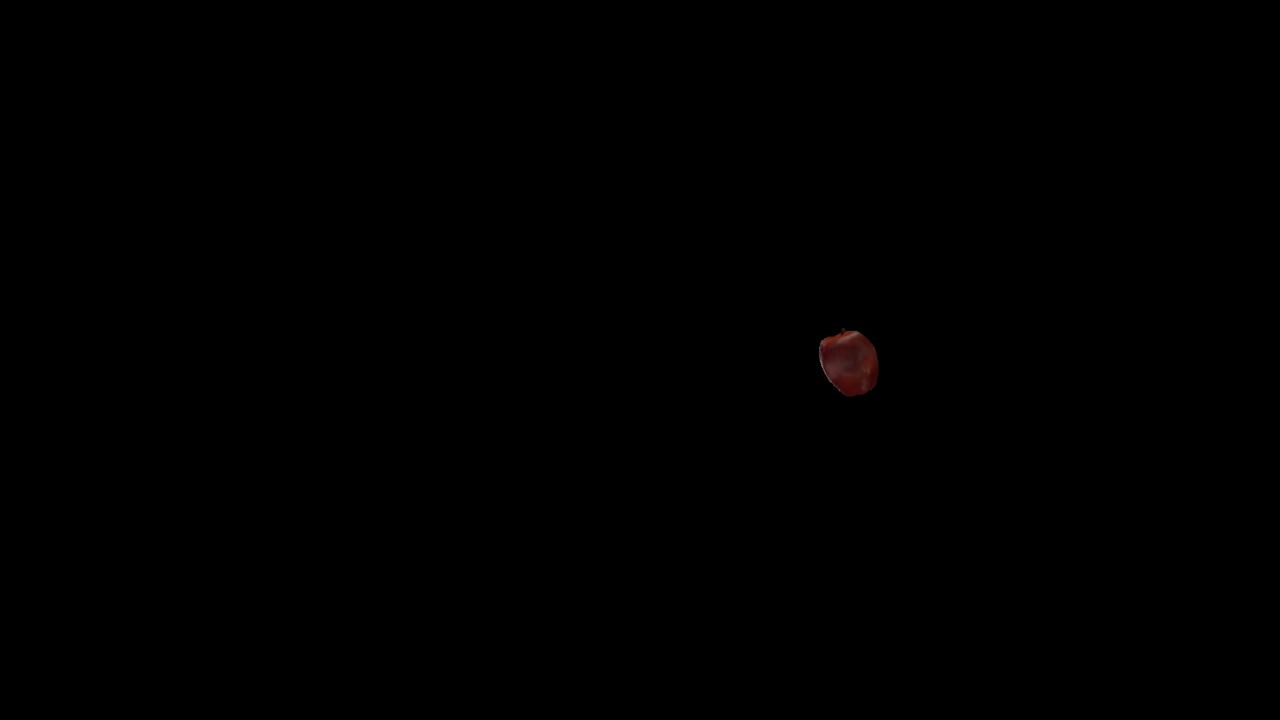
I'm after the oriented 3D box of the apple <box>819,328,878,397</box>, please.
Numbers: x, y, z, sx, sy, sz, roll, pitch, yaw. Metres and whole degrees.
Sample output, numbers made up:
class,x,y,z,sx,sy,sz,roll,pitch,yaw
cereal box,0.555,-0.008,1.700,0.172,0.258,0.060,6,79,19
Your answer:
class,x,y,z,sx,sy,sz,roll,pitch,yaw
apple,0.286,0.002,0.838,0.079,0.093,0.079,-19,7,2
